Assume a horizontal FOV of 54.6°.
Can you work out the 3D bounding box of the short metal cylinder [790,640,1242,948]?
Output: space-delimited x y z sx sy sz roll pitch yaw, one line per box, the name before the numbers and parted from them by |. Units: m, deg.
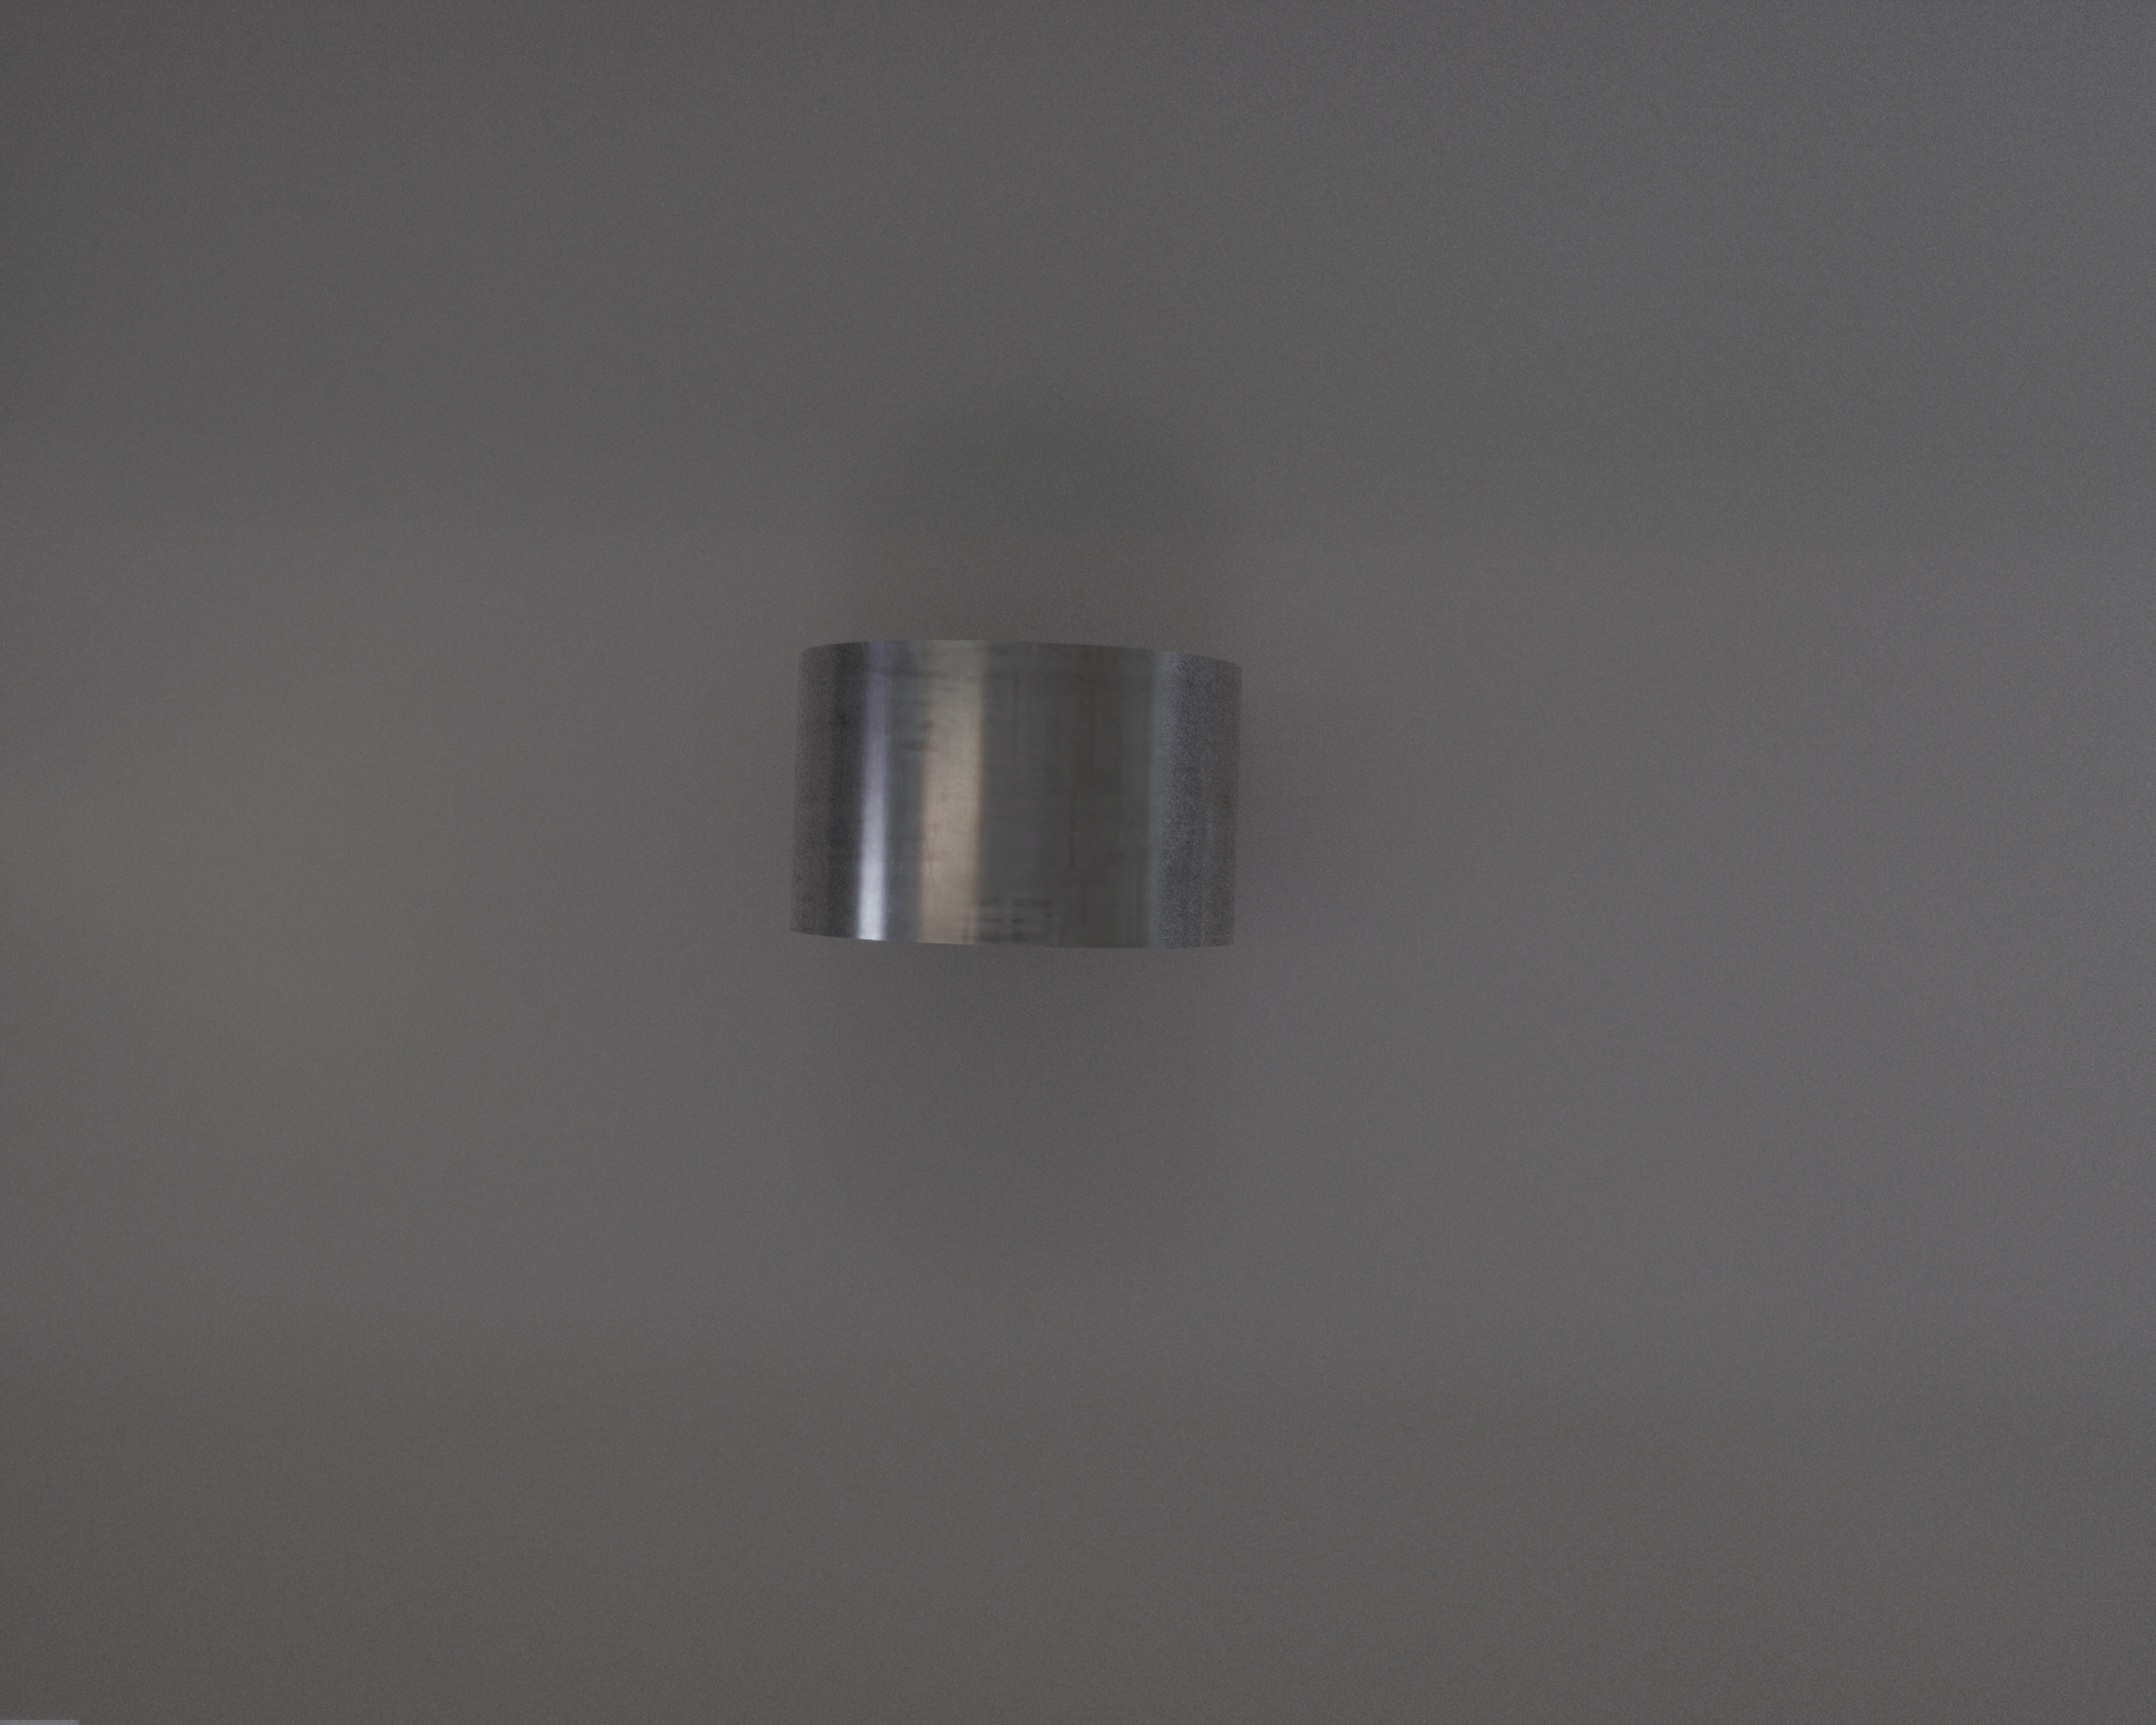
short metal cylinder | -0.011 -0.011 0.381 0.080 0.080 0.050 2 90 0
